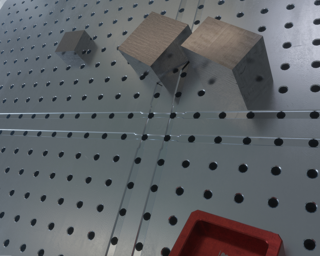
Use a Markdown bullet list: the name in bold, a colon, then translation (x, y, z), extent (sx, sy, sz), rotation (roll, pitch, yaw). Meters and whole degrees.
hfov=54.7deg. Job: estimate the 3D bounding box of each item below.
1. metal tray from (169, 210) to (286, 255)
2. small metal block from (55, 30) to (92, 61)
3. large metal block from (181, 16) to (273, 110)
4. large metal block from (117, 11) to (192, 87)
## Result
- **metal tray**: translation (0.043, 0.142, 0.266), extent (0.090, 0.030, 0.130), rotation (8, 47, 35)
- **small metal block**: translation (-0.165, -0.158, 0.592), extent (0.050, 0.025, 0.050), rotation (5, 64, 30)
- **large metal block**: translation (0.083, -0.079, 0.378), extent (0.050, 0.080, 0.080), rotation (-48, 51, -5)
- **large metal block**: translation (-0.002, -0.120, 0.467), extent (0.080, 0.050, 0.080), rotation (-49, 52, -7)
